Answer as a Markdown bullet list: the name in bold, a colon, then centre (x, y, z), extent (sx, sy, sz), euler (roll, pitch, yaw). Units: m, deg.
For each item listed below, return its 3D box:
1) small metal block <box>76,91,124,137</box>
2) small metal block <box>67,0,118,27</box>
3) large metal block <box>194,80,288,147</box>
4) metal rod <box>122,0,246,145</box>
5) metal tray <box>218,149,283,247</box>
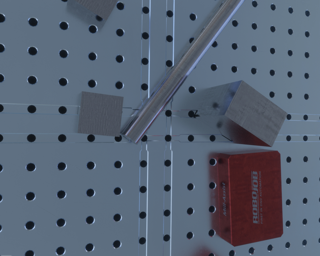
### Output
- **small metal block**: centre (-0.075, -0.016, 0.385), extent (0.050, 0.025, 0.050), euler (6, 88, -20)
- **small metal block**: centre (-0.079, -0.164, 0.383), extent (0.050, 0.025, 0.050), euler (30, 80, -18)
- **large metal block**: centre (0.108, -0.017, 0.423), extent (0.080, 0.080, 0.050), euler (31, 80, -18)
- **metal rod**: centre (0.048, -0.104, 0.429), extent (0.025, 0.025, 0.300), euler (40, 77, -16)
- **metal tray**: centre (0.135, 0.100, 0.460), extent (0.091, 0.030, 0.129), euler (-3, 91, -20)
